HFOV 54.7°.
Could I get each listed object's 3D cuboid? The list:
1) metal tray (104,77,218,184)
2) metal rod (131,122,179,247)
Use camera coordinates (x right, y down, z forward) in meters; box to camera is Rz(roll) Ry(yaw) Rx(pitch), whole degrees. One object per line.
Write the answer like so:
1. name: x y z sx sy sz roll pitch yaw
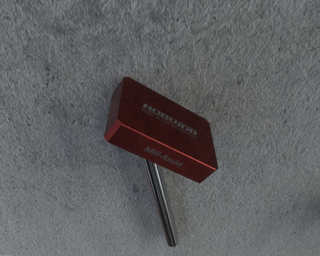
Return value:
1. metal tray: 0.004 0.002 0.366 0.131 0.090 0.030 27 125 -22
2. metal rod: -0.001 0.104 0.495 0.025 0.025 0.298 -8 130 6
